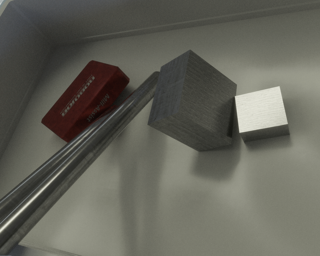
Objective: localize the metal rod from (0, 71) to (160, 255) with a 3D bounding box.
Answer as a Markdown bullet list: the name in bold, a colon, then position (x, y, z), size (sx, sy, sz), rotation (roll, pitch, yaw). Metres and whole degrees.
- **metal rod**: position (-0.071, 0.016, 0.351), size (0.025, 0.025, 0.301), rotation (7, 39, 31)

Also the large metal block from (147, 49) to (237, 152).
- **large metal block**: position (0.040, -0.028, 0.357), size (0.050, 0.080, 0.080), rotation (-21, 49, 48)

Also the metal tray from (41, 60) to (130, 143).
- **metal tray**: position (-0.116, -0.041, 0.476), size (0.090, 0.030, 0.130), rotation (24, 74, 47)

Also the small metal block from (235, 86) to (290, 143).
- **small metal block**: position (0.116, -0.015, 0.354), size (0.050, 0.025, 0.050), rotation (-12, 57, 21)

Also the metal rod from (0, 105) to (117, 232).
- **metal rod**: position (-0.124, 0.052, 0.338), size (0.025, 0.025, 0.301), rotation (0, 30, 28)
